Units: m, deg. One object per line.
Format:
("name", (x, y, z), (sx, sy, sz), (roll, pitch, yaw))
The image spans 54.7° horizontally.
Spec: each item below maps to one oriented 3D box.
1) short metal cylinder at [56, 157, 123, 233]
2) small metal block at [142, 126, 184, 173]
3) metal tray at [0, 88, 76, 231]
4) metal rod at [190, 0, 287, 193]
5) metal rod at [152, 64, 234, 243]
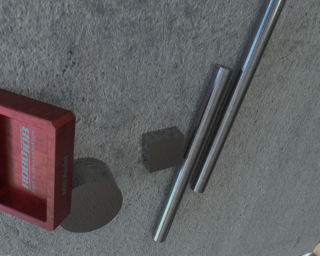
("short metal cylinder", (-0.094, 0.084, 0.392), (0.081, 0.050, 0.079), (-14, 124, -21))
("small metal block", (0.004, 0.029, 0.427), (0.050, 0.025, 0.050), (-13, 124, -22))
("metal tray", (-0.136, 0.034, 0.315), (0.090, 0.030, 0.129), (17, 117, 12))
("metal rod", (0.103, -0.034, 0.442), (0.025, 0.025, 0.298), (4, 117, -30))
("metal rod", (0.042, 0.052, 0.461), (0.025, 0.025, 0.298), (4, 116, -31))
